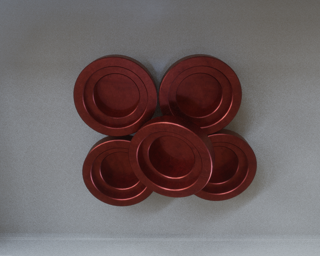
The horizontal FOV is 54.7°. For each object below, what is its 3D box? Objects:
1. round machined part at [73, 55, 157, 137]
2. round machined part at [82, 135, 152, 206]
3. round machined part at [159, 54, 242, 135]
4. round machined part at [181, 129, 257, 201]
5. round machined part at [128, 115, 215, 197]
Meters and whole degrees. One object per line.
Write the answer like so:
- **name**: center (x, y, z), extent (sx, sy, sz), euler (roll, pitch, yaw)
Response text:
- **round machined part**: center (-0.053, -0.042, 0.384), extent (0.099, 0.042, 0.097), euler (0, 110, -1)
- **round machined part**: center (-0.051, 0.053, 0.419), extent (0.099, 0.042, 0.097), euler (0, 110, -1)
- **round machined part**: center (0.048, -0.043, 0.385), extent (0.099, 0.042, 0.097), euler (0, 110, -1)
- **round machined part**: center (0.076, 0.046, 0.418), extent (0.099, 0.042, 0.097), euler (0, 110, -1)
- **round machined part**: center (0.016, 0.030, 0.366), extent (0.098, 0.042, 0.097), euler (8, 116, 16)
